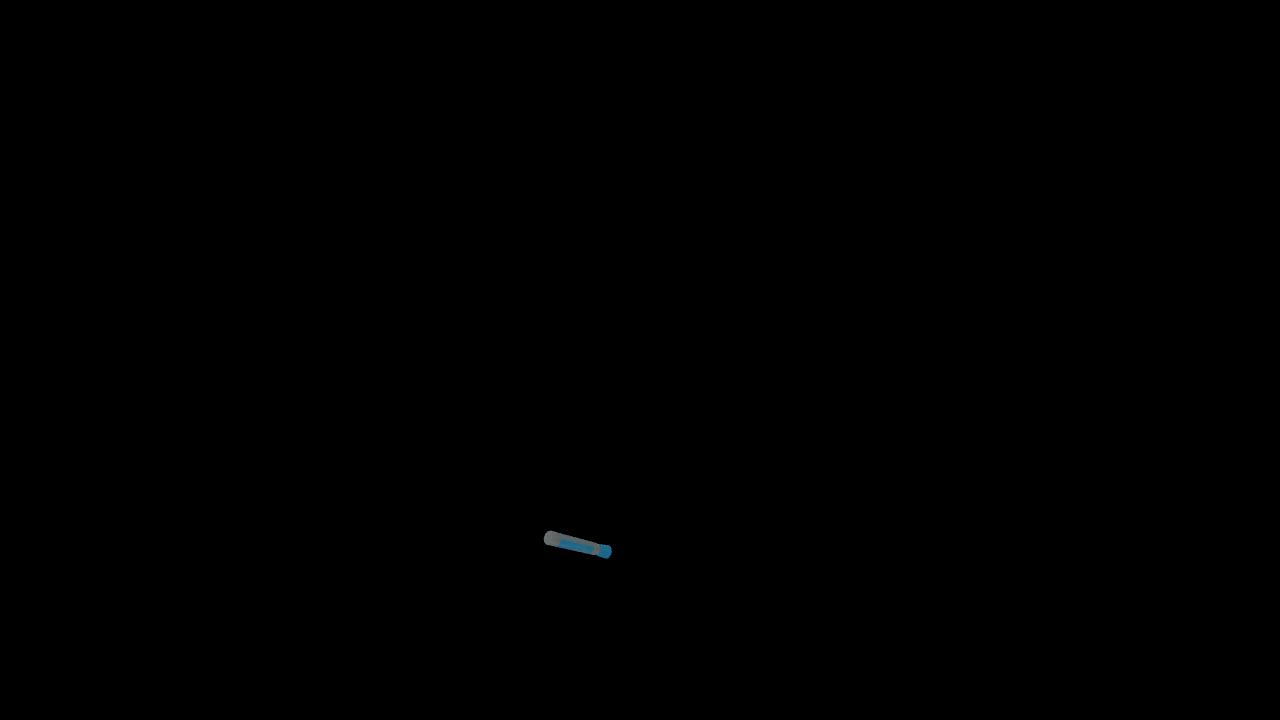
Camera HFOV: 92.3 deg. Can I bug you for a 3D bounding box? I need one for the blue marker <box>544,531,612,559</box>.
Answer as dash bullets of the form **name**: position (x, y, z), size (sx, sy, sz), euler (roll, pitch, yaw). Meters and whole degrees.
- **blue marker**: position (-0.084, 0.262, 0.868), size (0.020, 0.020, 0.121), euler (0, -22, 45)
